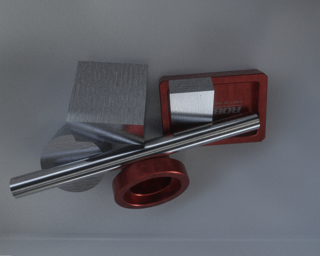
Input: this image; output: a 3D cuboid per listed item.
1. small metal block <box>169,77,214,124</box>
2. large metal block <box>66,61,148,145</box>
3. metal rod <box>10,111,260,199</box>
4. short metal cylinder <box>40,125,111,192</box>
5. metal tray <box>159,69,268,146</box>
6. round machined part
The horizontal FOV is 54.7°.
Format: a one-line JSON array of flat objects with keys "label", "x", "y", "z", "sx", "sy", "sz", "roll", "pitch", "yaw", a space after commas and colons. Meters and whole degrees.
[{"label": "small metal block", "x": 0.037, "y": -0.032, "z": 0.375, "sx": 0.050, "sy": 0.025, "sz": 0.050, "roll": -4, "pitch": 136, "yaw": 1}, {"label": "large metal block", "x": -0.056, "y": -0.029, "z": 0.361, "sx": 0.081, "sy": 0.080, "sz": 0.050, "roll": 3, "pitch": 152, "yaw": -1}, {"label": "metal rod", "x": -0.024, "y": 0.030, "z": 0.376, "sx": 0.302, "sy": 0.025, "sz": 0.025, "roll": -15, "pitch": 110, "yaw": -7}, {"label": "short metal cylinder", "x": -0.108, "y": 0.037, "z": 0.408, "sx": 0.081, "sy": 0.050, "sz": 0.079, "roll": 0, "pitch": 110, "yaw": -1}, {"label": "metal tray", "x": 0.067, "y": -0.024, "z": 0.398, "sx": 0.131, "sy": 0.030, "sz": 0.089, "roll": -4, "pitch": 110, "yaw": 1}, {"label": "round machined part", "x": -0.014, "y": 0.065, "z": 0.407, "sx": 0.099, "sy": 0.042, "sz": 0.097, "roll": -12, "pitch": 145, "yaw": -8}]
